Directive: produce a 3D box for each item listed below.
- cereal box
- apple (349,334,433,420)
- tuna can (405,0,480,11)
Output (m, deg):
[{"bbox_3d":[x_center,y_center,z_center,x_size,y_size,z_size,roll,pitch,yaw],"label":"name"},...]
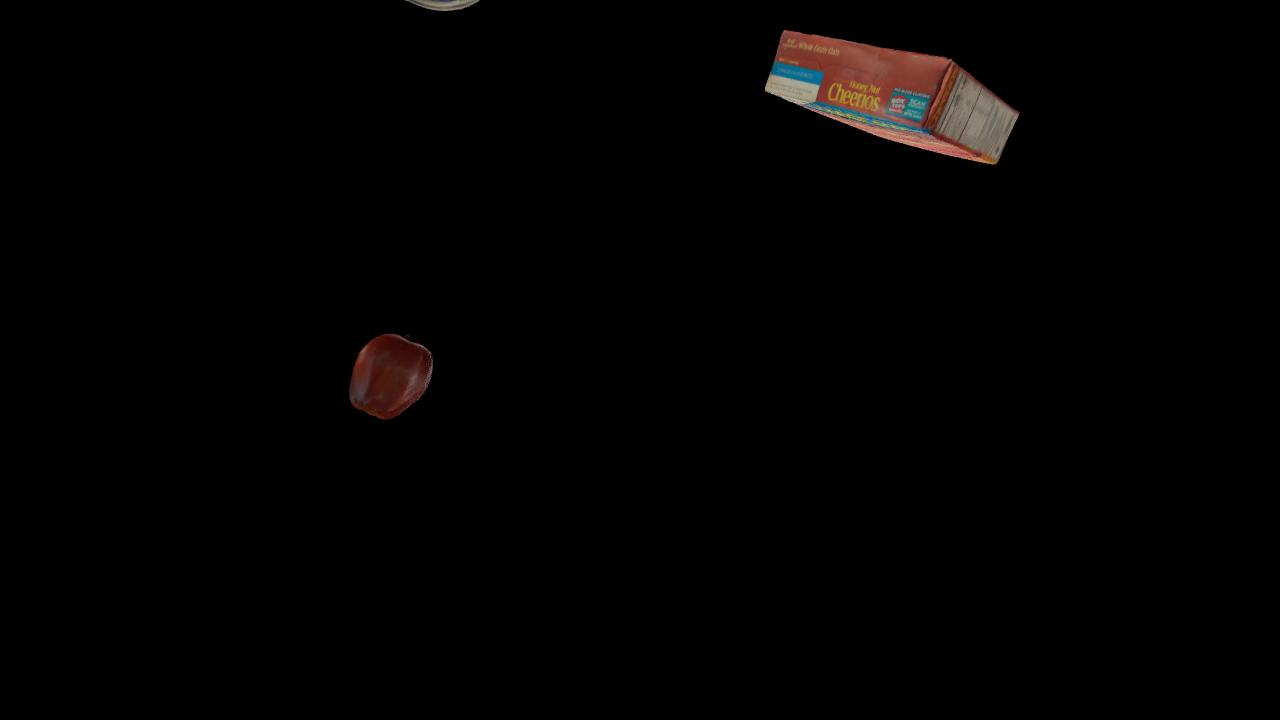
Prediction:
[{"bbox_3d":[0.323,-0.321,0.769,0.203,0.081,0.306,32,28,34],"label":"cereal box"},{"bbox_3d":[-0.264,0.015,0.652,0.079,0.093,0.079,19,-19,7],"label":"apple"},{"bbox_3d":[-0.116,-0.247,0.344,0.084,0.034,0.084,-8,-31,-5],"label":"tuna can"}]
